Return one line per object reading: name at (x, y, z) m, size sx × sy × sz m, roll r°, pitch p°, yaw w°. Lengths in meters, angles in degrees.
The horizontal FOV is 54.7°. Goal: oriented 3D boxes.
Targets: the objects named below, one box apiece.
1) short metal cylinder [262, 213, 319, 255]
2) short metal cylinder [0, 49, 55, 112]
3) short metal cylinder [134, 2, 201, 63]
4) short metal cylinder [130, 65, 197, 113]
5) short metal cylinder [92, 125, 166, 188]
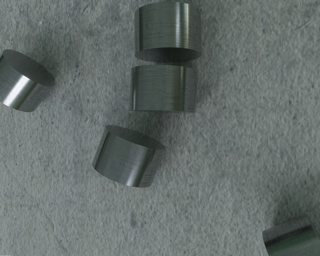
short metal cylinder at (0.152, 0.138, 0.326) m, size 0.050 × 0.080 × 0.080 m, roll -31°, pitch 80°, yaw 17°
short metal cylinder at (-0.202, -0.068, 0.449) m, size 0.080 × 0.080 × 0.050 m, roll 45°, pitch 104°, yaw 14°
short metal cylinder at (0.010, -0.112, 0.376) m, size 0.080 × 0.080 × 0.050 m, roll 0°, pitch 90°, yaw 19°
short metal cylinder at (0.004, -0.045, 0.378) m, size 0.080 × 0.080 × 0.050 m, roll 3°, pitch 91°, yaw 19°
short metal cylinder at (-0.039, 0.034, 0.393) m, size 0.080 × 0.080 × 0.050 m, roll 23°, pitch 98°, yaw 18°
